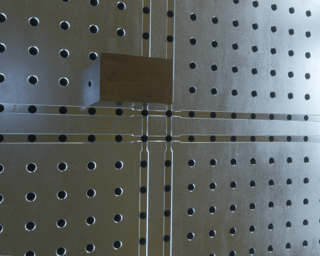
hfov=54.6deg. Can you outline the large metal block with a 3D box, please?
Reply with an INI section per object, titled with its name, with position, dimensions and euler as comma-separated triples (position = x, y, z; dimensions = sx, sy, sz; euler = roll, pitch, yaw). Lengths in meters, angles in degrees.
[large metal block]
position = -0.037, -0.053, 0.369
dimensions = 0.081, 0.080, 0.050
euler = 1, 90, -20
